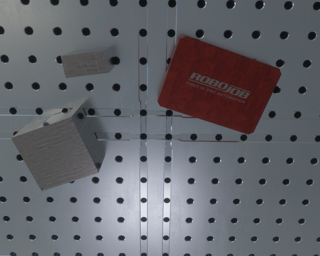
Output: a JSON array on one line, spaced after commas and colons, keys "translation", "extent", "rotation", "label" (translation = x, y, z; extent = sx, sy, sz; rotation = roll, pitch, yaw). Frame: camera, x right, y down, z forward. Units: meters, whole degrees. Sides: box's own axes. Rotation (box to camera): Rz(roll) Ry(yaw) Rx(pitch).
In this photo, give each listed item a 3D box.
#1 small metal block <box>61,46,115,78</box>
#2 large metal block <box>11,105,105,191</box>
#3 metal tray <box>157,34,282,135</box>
[{"translation": [-0.084, -0.080, 0.370], "extent": [0.050, 0.050, 0.025], "rotation": [-7, 110, 2], "label": "small metal block"}, {"translation": [-0.130, 0.026, 0.408], "extent": [0.080, 0.050, 0.080], "rotation": [-19, 109, 6], "label": "large metal block"}, {"translation": [0.072, -0.054, 0.392], "extent": [0.131, 0.030, 0.089], "rotation": [18, 109, -7], "label": "metal tray"}]
